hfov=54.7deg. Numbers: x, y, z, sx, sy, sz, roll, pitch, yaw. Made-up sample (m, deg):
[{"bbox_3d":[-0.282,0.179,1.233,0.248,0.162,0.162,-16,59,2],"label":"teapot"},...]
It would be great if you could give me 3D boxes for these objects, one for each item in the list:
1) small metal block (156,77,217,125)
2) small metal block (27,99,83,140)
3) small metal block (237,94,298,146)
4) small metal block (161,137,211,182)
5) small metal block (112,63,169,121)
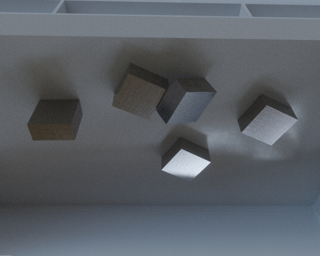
[{"bbox_3d":[0.031,-0.032,0.367,0.050,0.025,0.050,-6,140,-40],"label":"small metal block"},{"bbox_3d":[-0.127,-0.011,0.382,0.050,0.050,0.025,0,130,0],"label":"small metal block"},{"bbox_3d":[0.139,-0.010,0.403,0.050,0.025,0.050,22,127,-18],"label":"small metal block"},{"bbox_3d":[0.037,0.046,0.449,0.050,0.025,0.050,25,126,-21],"label":"small metal block"},{"bbox_3d":[-0.024,-0.043,0.372,0.050,0.025,0.050,21,127,-18],"label":"small metal block"}]
